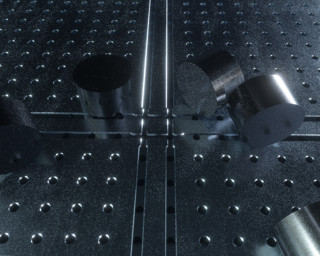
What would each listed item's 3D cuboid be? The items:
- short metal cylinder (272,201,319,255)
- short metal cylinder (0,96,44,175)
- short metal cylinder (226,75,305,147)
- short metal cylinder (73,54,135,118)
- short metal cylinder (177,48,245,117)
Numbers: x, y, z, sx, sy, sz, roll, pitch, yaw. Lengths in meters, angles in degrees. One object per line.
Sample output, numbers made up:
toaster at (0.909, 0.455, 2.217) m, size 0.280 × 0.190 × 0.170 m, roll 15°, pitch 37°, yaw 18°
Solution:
short metal cylinder at (0.153, 0.105, 0.285) m, size 0.081 × 0.080 × 0.050 m, roll -12°, pitch 51°, yaw -10°
short metal cylinder at (-0.186, 0.010, 0.362) m, size 0.081 × 0.080 × 0.050 m, roll -25°, pitch 55°, yaw -20°
short metal cylinder at (0.131, -0.020, 0.390) m, size 0.081 × 0.080 × 0.050 m, roll -8°, pitch 51°, yaw -7°
short metal cylinder at (-0.078, -0.060, 0.441) m, size 0.081 × 0.050 × 0.080 m, roll 0°, pitch 50°, yaw 0°
short metal cylinder at (0.068, -0.062, 0.425) m, size 0.050 × 0.080 × 0.080 m, roll -30°, pitch 57°, yaw -23°
